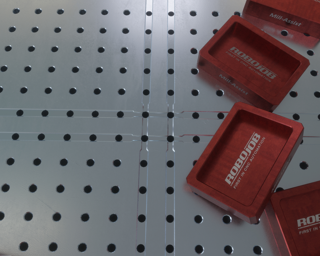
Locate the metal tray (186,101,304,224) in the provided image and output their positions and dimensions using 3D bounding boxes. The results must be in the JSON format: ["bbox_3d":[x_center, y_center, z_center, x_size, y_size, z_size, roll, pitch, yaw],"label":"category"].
[{"bbox_3d":[0.104,0.037,0.379,0.090,0.030,0.130,25,70,31],"label":"metal tray"}]

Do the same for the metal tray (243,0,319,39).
[{"bbox_3d":[0.209,-0.203,0.485,0.130,0.030,0.090,22,71,8],"label":"metal tray"}]

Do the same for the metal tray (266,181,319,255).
[{"bbox_3d":[0.202,0.109,0.370,0.131,0.030,0.090,-13,71,-5],"label":"metal tray"}]

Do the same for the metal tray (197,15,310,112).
[{"bbox_3d":[0.131,-0.093,0.443,0.130,0.030,0.090,38,74,12],"label":"metal tray"}]
